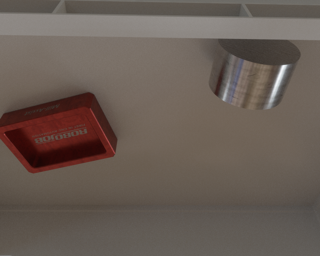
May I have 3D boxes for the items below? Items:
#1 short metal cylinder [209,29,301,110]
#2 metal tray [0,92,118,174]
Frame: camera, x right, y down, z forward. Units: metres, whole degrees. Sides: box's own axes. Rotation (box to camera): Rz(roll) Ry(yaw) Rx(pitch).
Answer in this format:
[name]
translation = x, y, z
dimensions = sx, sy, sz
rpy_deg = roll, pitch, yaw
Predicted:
[short metal cylinder]
translation = 0.095, -0.063, 0.321
dimensions = 0.081, 0.080, 0.050
rpy_deg = 4, 130, -4
[metal tray]
translation = -0.134, 0.010, 0.412
dimensions = 0.131, 0.030, 0.090
rpy_deg = -13, 129, 10
